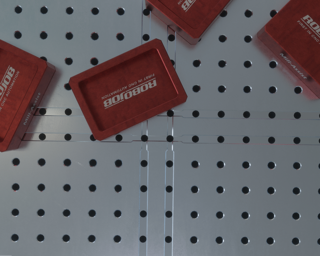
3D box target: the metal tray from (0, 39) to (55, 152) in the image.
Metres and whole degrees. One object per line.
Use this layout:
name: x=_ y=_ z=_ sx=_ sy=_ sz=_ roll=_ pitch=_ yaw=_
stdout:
metal tray: x=-0.210 y=-0.045 z=0.409 sx=0.090 sy=0.030 sz=0.130 roll=26 pitch=90 yaw=0

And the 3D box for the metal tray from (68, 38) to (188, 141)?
metal tray: x=-0.041 y=-0.049 z=0.410 sx=0.130 sy=0.030 sz=0.090 roll=-25 pitch=90 yaw=0

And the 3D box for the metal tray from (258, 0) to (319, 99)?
metal tray: x=0.209 y=-0.114 z=0.412 sx=0.130 sy=0.030 sz=0.090 roll=45 pitch=90 yaw=0

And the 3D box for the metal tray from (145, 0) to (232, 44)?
metal tray: x=0.053 y=-0.190 z=0.410 sx=0.090 sy=0.030 sz=0.130 roll=40 pitch=90 yaw=0
